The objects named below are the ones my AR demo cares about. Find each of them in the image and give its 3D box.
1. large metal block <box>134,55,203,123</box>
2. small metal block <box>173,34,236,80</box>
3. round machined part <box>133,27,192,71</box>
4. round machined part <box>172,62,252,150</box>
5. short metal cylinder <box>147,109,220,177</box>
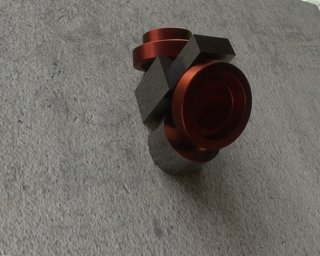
[{"bbox_3d":[0.022,-0.049,0.412,0.081,0.080,0.050,-2,63,-30],"label":"large metal block"},{"bbox_3d":[0.051,-0.081,0.364,0.050,0.050,0.025,-3,63,-30],"label":"small metal block"},{"bbox_3d":[0.011,-0.107,0.426,0.099,0.098,0.042,-2,88,-30],"label":"round machined part"},{"bbox_3d":[0.055,-0.027,0.357,0.099,0.042,0.097,-7,103,-28],"label":"round machined part"},{"bbox_3d":[0.030,0.017,0.398,0.081,0.050,0.080,14,56,-21],"label":"short metal cylinder"}]
